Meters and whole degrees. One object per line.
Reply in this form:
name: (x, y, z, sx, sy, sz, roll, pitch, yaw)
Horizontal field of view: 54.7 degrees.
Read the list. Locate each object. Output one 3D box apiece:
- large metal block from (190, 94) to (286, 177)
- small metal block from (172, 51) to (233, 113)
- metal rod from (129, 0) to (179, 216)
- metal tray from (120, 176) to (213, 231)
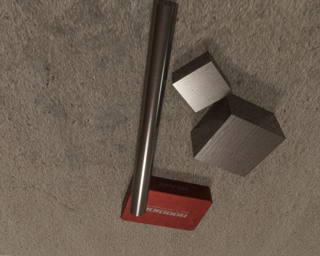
large metal block: (0.097, 0.010, 0.401, 0.080, 0.050, 0.080, 22, 127, -18)
small metal block: (0.049, -0.053, 0.363, 0.050, 0.025, 0.050, -29, 125, 22)
metal rod: (-0.014, 0.000, 0.385, 0.025, 0.025, 0.298, 6, 123, -5)
metal tray: (0.009, 0.124, 0.510, 0.131, 0.030, 0.089, 13, 129, -11)
